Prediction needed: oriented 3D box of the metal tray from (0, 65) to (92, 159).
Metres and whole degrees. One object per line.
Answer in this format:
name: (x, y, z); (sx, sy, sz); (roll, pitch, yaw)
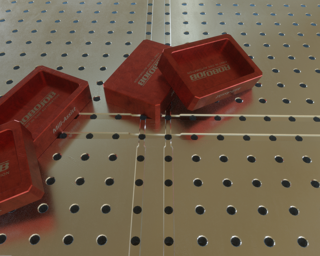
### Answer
metal tray: (-0.168, -0.026, 0.424); (0.090, 0.030, 0.130); (21, 53, 16)

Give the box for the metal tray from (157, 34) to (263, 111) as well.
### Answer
metal tray: (0.073, -0.085, 0.450); (0.131, 0.030, 0.090); (-22, 68, -28)

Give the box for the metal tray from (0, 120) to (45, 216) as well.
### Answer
metal tray: (-0.201, 0.055, 0.332); (0.131, 0.030, 0.090); (-22, 62, -6)

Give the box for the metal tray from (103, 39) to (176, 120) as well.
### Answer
metal tray: (-0.014, -0.078, 0.470); (0.090, 0.030, 0.130); (21, 53, 16)
